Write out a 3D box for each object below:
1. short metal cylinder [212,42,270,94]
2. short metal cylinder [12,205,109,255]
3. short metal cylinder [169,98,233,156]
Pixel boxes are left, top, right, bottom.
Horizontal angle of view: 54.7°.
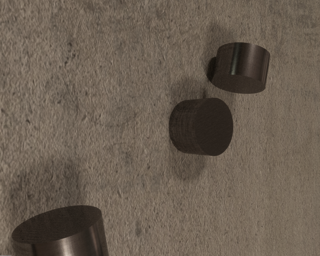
[{"bbox_3d":[0.124,-0.090,0.475,0.080,0.080,0.050,20,77,-39],"label":"short metal cylinder"},{"bbox_3d":[-0.092,0.113,0.294,0.081,0.080,0.050,-14,99,-40],"label":"short metal cylinder"},{"bbox_3d":[0.059,-0.002,0.440,0.081,0.050,0.079,0,90,-40],"label":"short metal cylinder"}]
